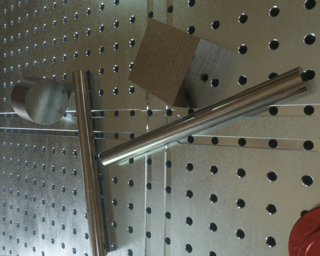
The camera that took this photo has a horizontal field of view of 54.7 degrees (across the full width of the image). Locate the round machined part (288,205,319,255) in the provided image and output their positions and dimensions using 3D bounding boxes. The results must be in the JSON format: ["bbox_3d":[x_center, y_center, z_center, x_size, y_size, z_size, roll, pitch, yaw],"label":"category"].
[{"bbox_3d":[0.160,0.115,0.266,0.098,0.042,0.097,0,90,40],"label":"round machined part"}]

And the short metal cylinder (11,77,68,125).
[{"bbox_3d":[-0.212,-0.049,0.549,0.050,0.081,0.079,14,99,39],"label":"short metal cylinder"}]

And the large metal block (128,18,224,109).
[{"bbox_3d":[0.017,-0.078,0.379,0.080,0.050,0.079,35,112,34],"label":"large metal block"}]

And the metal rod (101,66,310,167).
[{"bbox_3d":[0.028,0.000,0.386,0.299,0.025,0.025,-23,75,37],"label":"metal rod"}]

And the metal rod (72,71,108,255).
[{"bbox_3d":[-0.115,0.054,0.504,0.025,0.025,0.298,-13,82,39],"label":"metal rod"}]
